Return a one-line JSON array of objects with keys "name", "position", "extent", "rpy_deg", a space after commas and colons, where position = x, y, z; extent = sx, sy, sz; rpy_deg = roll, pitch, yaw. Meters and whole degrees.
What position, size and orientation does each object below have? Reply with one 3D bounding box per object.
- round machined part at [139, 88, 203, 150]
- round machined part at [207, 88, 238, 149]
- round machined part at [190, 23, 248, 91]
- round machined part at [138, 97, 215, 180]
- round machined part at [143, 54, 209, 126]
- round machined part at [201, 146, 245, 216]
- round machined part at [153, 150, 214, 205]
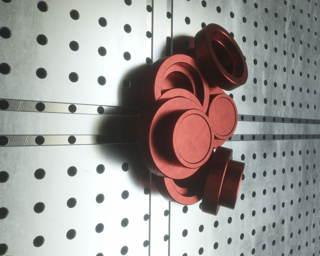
[{"name": "round machined part", "position": [0.012, -0.002, 0.406], "extent": [0.099, 0.042, 0.097], "rpy_deg": [0, 90, -40]}, {"name": "round machined part", "position": [0.079, -0.016, 0.463], "extent": [0.099, 0.042, 0.097], "rpy_deg": [0, 90, -40]}, {"name": "round machined part", "position": [0.082, -0.097, 0.450], "extent": [0.098, 0.042, 0.098], "rpy_deg": [24, 53, -36]}, {"name": "round machined part", "position": [0.026, 0.012, 0.364], "extent": [0.099, 0.042, 0.097], "rpy_deg": [0, 90, -40]}, {"name": "round machined part", "position": [0.017, -0.046, 0.411], "extent": [0.099, 0.042, 0.097], "rpy_deg": [0, 90, -40]}, {"name": "round machined part", "position": [0.093, 0.078, 0.443], "extent": [0.098, 0.042, 0.098], "rpy_deg": [13, 91, -73]}, {"name": "round machined part", "position": [0.028, 0.052, 0.420], "extent": [0.099, 0.042, 0.097], "rpy_deg": [0, 90, -40]}]
